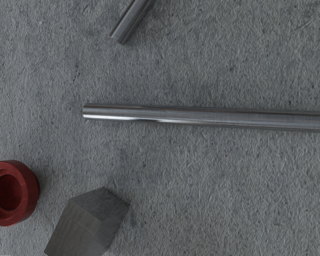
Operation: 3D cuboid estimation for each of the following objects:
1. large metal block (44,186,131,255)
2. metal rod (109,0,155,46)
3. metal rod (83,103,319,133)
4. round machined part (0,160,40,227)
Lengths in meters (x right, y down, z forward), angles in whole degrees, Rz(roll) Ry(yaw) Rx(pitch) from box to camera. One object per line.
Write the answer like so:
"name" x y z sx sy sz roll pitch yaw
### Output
"large metal block" -0.093 0.132 0.411 0.050 0.080 0.080 30 100 17
"metal rod" 0.028 -0.237 0.398 0.025 0.025 0.299 41 102 15
"metal rod" 0.038 -0.015 0.394 0.301 0.025 0.025 4 91 19
"round machined part" -0.227 0.098 0.478 0.098 0.042 0.097 0 90 19
